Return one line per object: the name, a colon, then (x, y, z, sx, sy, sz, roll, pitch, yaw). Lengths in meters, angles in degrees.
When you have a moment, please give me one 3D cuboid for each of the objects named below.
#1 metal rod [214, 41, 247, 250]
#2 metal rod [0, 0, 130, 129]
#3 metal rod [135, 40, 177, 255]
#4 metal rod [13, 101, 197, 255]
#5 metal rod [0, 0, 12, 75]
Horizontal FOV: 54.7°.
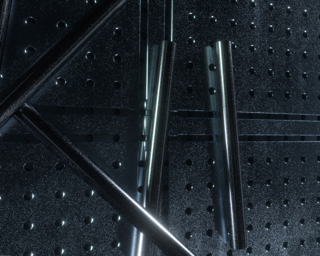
metal rod: (0.103, 0.026, 0.452, 0.025, 0.025, 0.298, -6, 92, -20)
metal rod: (-0.134, -0.062, 0.346, 0.025, 0.025, 0.301, 43, 70, -15)
metal rod: (-0.006, 0.034, 0.411, 0.025, 0.025, 0.298, 7, 88, -20)
metal rod: (-0.053, 0.081, 0.374, 0.300, 0.025, 0.025, 44, 76, -8)
metal rod: (-0.190, -0.067, 0.342, 0.025, 0.025, 0.298, 9, 87, -20)
